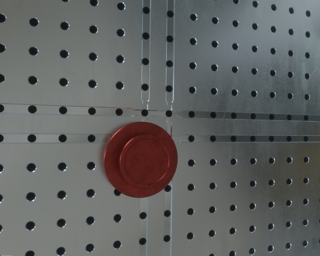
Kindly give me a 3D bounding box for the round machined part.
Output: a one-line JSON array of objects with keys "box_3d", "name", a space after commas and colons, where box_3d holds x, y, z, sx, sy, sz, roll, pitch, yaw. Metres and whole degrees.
[{"box_3d": [-0.022, 0.041, 0.395, 0.099, 0.042, 0.097, 0, 90, -20], "name": "round machined part"}]
